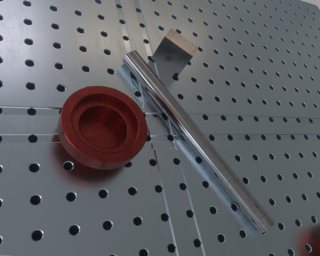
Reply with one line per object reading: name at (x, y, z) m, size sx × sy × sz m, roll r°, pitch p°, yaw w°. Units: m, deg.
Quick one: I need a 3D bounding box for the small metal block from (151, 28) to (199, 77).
small metal block at (0.022, -0.114, 0.474) m, size 0.050 × 0.050 × 0.025 m, roll 35°, pitch 51°, yaw -6°

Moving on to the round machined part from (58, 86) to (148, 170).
round machined part at (-0.068, 0.003, 0.359) m, size 0.099 × 0.042 × 0.098 m, roll 14°, pitch 56°, yaw -21°

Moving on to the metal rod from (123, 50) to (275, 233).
metal rod at (0.048, 0.013, 0.426) m, size 0.025 × 0.025 × 0.300 m, roll -32°, pitch 79°, yaw -38°
